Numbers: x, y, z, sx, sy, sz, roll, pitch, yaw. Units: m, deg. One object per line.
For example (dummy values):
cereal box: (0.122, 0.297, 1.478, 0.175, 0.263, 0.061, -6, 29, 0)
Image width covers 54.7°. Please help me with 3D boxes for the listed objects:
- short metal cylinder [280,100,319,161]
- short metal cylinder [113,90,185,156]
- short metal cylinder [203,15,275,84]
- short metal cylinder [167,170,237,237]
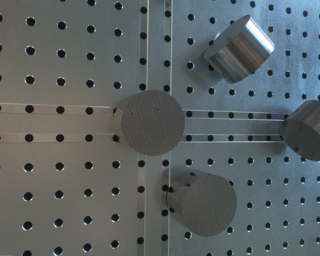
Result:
short metal cylinder: (0.233, 0.004, 0.472, 0.050, 0.080, 0.080, -39, 103, -16)
short metal cylinder: (-0.016, -0.006, 0.395, 0.081, 0.050, 0.079, 0, 90, -21)
short metal cylinder: (0.107, -0.107, 0.424, 0.050, 0.080, 0.080, 43, 76, -16)
short metal cylinder: (0.056, 0.100, 0.422, 0.081, 0.050, 0.079, 0, 90, -20)
